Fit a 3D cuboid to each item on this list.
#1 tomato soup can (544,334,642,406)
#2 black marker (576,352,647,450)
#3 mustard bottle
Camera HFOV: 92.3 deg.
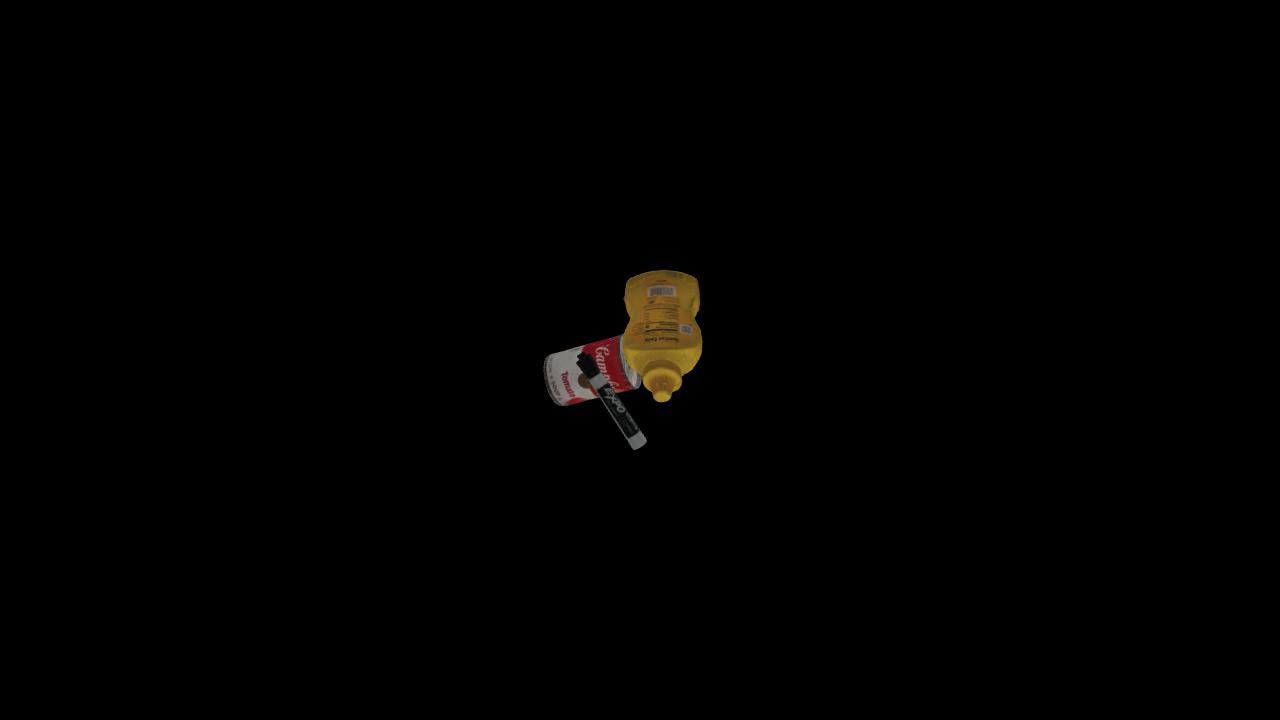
[{"bbox_3d":[-0.057,0.013,0.738,0.101,0.068,0.068,-14,-4,17],"label":"tomato soup can"},{"bbox_3d":[-0.032,0.044,0.669,0.020,0.121,0.020,-32,8,5],"label":"black marker"},{"bbox_3d":[0.025,-0.026,0.694,0.092,0.184,0.054,3,-44,-1],"label":"mustard bottle"}]
